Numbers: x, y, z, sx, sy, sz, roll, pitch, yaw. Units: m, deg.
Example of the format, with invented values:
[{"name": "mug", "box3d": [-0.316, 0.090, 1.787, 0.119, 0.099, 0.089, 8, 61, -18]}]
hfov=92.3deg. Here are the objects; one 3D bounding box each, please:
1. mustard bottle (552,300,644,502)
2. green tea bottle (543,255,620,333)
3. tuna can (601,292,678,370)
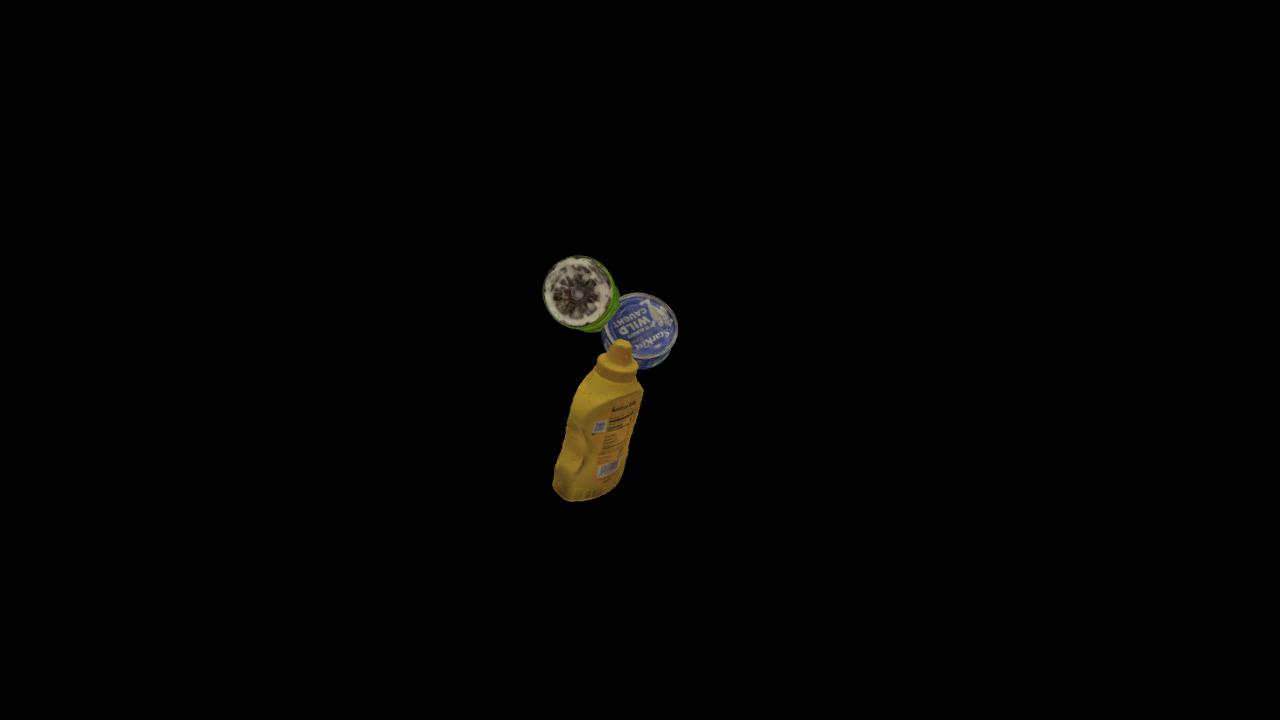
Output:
[{"name": "mustard bottle", "box3d": [-0.037, 0.060, 0.648, 0.092, 0.184, 0.054, -12, 38, -41]}, {"name": "green tea bottle", "box3d": [-0.055, -0.065, 0.674, 0.073, 0.073, 0.212, 0, 1, 3]}, {"name": "tuna can", "box3d": [-0.001, -0.032, 0.693, 0.084, 0.084, 0.034, 0, -27, -12]}]
